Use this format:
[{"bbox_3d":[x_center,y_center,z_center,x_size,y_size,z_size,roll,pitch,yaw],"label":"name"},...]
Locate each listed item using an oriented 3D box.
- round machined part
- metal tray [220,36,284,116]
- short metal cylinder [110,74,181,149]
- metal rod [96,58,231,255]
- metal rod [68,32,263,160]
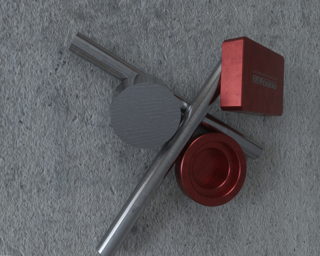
[{"bbox_3d":[0.066,0.055,0.426,0.099,0.042,0.097,0,90,-20],"label":"round machined part"},{"bbox_3d":[0.131,-0.064,0.426,0.131,0.030,0.089,2,89,-48],"label":"metal tray"},{"bbox_3d":[-0.019,-0.021,0.376,0.081,0.050,0.079,-3,111,-7],"label":"short metal cylinder"},{"bbox_3d":[0.014,0.030,0.397,0.025,0.025,0.300,35,85,-17],"label":"metal rod"},{"bbox_3d":[0.021,-0.034,0.419,0.301,0.025,0.025,30,80,-18],"label":"metal rod"}]
